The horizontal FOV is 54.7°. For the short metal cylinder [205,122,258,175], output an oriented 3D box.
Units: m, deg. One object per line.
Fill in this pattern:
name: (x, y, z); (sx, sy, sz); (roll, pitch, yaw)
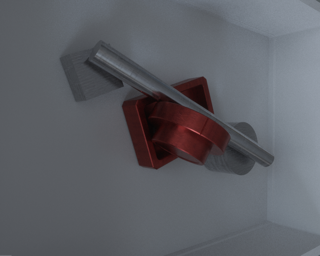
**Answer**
short metal cylinder: (0.108, 0.031, 0.482); (0.081, 0.050, 0.079); (0, 90, -40)

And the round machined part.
round machined part: (0.029, 0.011, 0.367); (0.098, 0.098, 0.042); (34, 77, -35)

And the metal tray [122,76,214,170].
metal tray: (0.019, -0.011, 0.419); (0.131, 0.030, 0.089); (-25, 106, -38)

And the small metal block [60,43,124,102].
small metal block: (-0.074, -0.061, 0.343); (0.050, 0.025, 0.050); (-28, 108, -37)

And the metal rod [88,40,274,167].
metal rod: (0.048, -0.016, 0.393); (0.301, 0.025, 0.025); (29, 72, -30)
